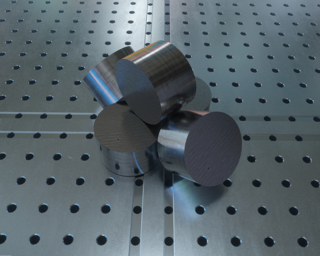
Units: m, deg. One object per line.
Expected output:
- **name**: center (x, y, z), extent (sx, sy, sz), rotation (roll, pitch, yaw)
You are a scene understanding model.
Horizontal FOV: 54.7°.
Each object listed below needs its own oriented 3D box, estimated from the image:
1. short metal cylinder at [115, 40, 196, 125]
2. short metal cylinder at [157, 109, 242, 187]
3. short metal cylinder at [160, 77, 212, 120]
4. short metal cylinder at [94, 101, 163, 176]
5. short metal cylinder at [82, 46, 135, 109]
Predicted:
- **short metal cylinder**: center (-0.006, -0.051, 0.348), extent (0.050, 0.080, 0.080), rotation (-34, 58, -25)
- **short metal cylinder**: center (0.044, 0.020, 0.346), extent (0.080, 0.080, 0.050), rotation (-33, 22, -25)
- **short metal cylinder**: center (0.026, -0.028, 0.415), extent (0.081, 0.050, 0.080), rotation (0, 50, 0)
- **short metal cylinder**: center (-0.037, 0.012, 0.380), extent (0.081, 0.050, 0.080), rotation (0, 50, 0)
- **short metal cylinder**: center (-0.055, -0.065, 0.417), extent (0.080, 0.080, 0.050), rotation (-39, 94, -28)
